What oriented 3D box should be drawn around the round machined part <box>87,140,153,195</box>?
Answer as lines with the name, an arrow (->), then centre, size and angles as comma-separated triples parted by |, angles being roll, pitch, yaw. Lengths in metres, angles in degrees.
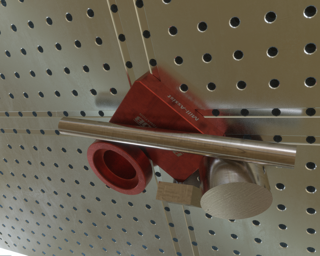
round machined part -> -0.053, 0.047, 0.449 | 0.098, 0.042, 0.097 | 18, 133, 21

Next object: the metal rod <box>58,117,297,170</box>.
metal rod -> 0.002, 0.013, 0.377 | 0.301, 0.025, 0.025 | 7, 122, 24

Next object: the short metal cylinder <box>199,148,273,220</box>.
short metal cylinder -> 0.088, 0.067, 0.370 | 0.080, 0.050, 0.079 | 2, 135, 2

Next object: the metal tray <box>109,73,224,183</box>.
metal tray -> 0.006, 0.002, 0.406 | 0.130, 0.030, 0.089 | 40, 129, 0

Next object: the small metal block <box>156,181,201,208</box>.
small metal block -> 0.029, 0.094, 0.435 | 0.050, 0.025, 0.050 | 2, 163, 26
